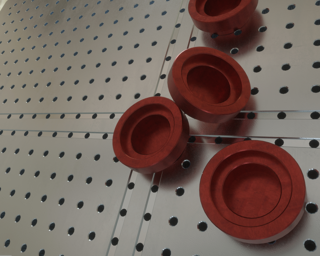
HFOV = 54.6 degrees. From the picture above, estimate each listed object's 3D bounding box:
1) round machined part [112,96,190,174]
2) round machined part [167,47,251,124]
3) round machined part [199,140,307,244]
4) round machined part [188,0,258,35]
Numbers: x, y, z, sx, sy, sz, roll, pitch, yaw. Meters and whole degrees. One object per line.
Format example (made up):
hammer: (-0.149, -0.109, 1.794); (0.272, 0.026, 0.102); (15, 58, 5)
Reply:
round machined part: (-0.008, 0.012, 0.393); (0.098, 0.042, 0.098); (-14, 57, 23)
round machined part: (0.056, -0.048, 0.377); (0.099, 0.042, 0.098); (8, 60, -13)
round machined part: (0.093, 0.065, 0.310); (0.098, 0.042, 0.098); (-13, 56, 21)
round machined part: (0.095, -0.177, 0.457); (0.098, 0.042, 0.098); (-13, 56, 21)
